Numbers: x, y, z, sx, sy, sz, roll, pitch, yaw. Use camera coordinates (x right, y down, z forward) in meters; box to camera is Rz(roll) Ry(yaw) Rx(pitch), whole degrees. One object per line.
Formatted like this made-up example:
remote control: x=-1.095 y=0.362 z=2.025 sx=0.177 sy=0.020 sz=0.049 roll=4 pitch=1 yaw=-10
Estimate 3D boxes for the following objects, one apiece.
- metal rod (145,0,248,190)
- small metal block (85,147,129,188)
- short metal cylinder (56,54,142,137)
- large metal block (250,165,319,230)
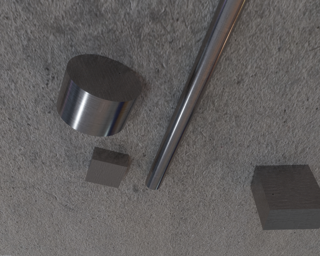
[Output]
metal rod: x=0.032 y=-0.023 z=0.388 sx=0.025 sy=0.025 sz=0.298 roll=13 pitch=129 yaw=-11
small metal block: x=-0.078 y=0.059 z=0.456 sx=0.050 sy=0.025 sz=0.050 roll=15 pitch=129 yaw=-13
short metal cylinder: x=-0.067 y=-0.037 z=0.339 sx=0.081 sy=0.080 sz=0.050 roll=18 pitch=128 yaw=-15
large metal block: x=0.188 y=0.102 z=0.461 sx=0.081 sy=0.080 sz=0.050 roll=-1 pitch=130 yaw=0
